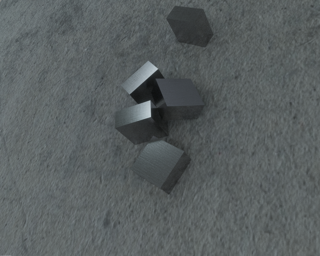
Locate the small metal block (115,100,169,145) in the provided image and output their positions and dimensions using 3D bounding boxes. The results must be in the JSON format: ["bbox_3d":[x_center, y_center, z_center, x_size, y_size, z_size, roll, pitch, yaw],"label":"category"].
[{"bbox_3d":[-0.023,-0.005,0.401,0.050,0.050,0.025,-17,55,20],"label":"small metal block"}]

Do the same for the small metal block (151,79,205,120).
[{"bbox_3d":[0.022,-0.038,0.398,0.050,0.025,0.050,-3,50,-22],"label":"small metal block"}]

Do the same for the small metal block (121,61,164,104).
[{"bbox_3d":[-0.017,-0.056,0.430,0.050,0.050,0.025,-42,51,-1],"label":"small metal block"}]

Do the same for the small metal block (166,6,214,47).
[{"bbox_3d":[0.044,-0.149,0.455,0.050,0.050,0.025,23,75,36],"label":"small metal block"}]

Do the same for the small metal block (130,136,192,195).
[{"bbox_3d":[0.001,0.044,0.375,0.050,0.025,0.050,26,75,36],"label":"small metal block"}]
